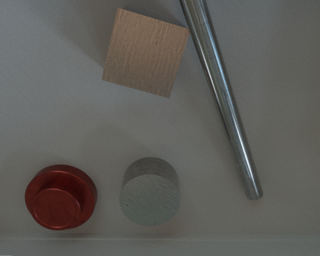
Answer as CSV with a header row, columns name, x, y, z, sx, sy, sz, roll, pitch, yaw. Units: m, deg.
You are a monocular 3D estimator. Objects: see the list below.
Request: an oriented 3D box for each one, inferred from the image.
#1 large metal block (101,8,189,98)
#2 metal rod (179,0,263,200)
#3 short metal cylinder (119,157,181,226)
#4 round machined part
name,x,y,z,sx,sy,sz,roll,pitch,yaw
large metal block,-0.017,-0.089,0.365,0.081,0.050,0.079,15,109,-6
metal rod,0.082,-0.022,0.376,0.025,0.025,0.299,-21,120,7
short metal cylinder,-0.013,0.088,0.430,0.081,0.050,0.079,0,110,-1
round machined part,-0.142,0.105,0.439,0.099,0.042,0.097,0,110,-1
